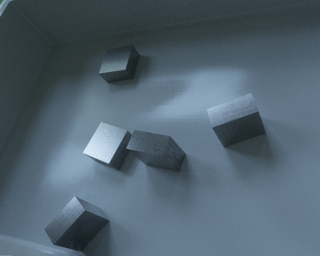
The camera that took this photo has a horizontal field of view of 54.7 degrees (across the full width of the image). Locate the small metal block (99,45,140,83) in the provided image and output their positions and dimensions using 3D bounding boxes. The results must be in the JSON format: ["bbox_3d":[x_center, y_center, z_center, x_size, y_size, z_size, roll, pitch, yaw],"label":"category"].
[{"bbox_3d":[-0.065,-0.104,0.502,0.050,0.025,0.050,-3,60,26],"label":"small metal block"}]

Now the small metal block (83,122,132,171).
[{"bbox_3d":[-0.069,0.024,0.425,0.050,0.025,0.050,16,70,34],"label":"small metal block"}]

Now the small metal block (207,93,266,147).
[{"bbox_3d":[0.087,-0.007,0.348,0.050,0.050,0.025,-21,54,16],"label":"small metal block"}]

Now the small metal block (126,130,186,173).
[{"bbox_3d":[-0.004,0.028,0.373,0.050,0.050,0.025,9,67,32],"label":"small metal block"}]

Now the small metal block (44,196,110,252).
[{"bbox_3d":[-0.097,0.115,0.368,0.050,0.050,0.025,-48,52,-6],"label":"small metal block"}]
